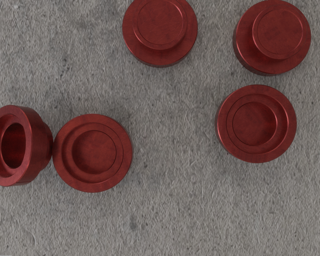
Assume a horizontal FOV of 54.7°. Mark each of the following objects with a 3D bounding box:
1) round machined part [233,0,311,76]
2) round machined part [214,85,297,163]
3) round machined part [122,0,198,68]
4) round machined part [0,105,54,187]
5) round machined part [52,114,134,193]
[{"bbox_3d":[0.148,-0.119,0.402,0.099,0.042,0.097,0,90,0],"label":"round machined part"},{"bbox_3d":[0.120,-0.005,0.402,0.099,0.042,0.097,0,90,0],"label":"round machined part"},{"bbox_3d":[0.000,-0.130,0.401,0.099,0.042,0.097,0,90,0],"label":"round machined part"},{"bbox_3d":[-0.172,0.022,0.386,0.098,0.042,0.097,-3,84,32],"label":"round machined part"},{"bbox_3d":[-0.083,0.031,0.401,0.099,0.042,0.097,0,90,0],"label":"round machined part"}]
